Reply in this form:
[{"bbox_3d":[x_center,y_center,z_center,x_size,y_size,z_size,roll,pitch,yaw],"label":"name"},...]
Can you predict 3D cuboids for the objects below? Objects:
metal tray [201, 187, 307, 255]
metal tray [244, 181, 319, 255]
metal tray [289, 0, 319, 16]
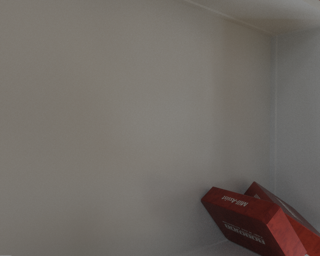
[{"bbox_3d":[0.125,0.135,0.435,0.030,0.130,0.090,-41,109,-22],"label":"metal tray"},{"bbox_3d":[0.191,0.138,0.482,0.090,0.130,0.030,35,97,-4],"label":"metal tray"},{"bbox_3d":[0.222,-0.262,0.545,0.091,0.030,0.130,12,47,-39],"label":"metal tray"}]
